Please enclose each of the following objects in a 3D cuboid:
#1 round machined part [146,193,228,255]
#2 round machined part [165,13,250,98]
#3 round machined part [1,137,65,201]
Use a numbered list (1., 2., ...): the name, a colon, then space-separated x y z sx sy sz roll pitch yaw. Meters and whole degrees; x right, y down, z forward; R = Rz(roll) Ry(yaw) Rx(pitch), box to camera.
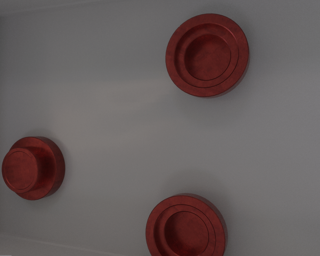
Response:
1. round machined part: 0.035 0.130 0.387 0.098 0.042 0.097 -1 86 20
2. round machined part: 0.060 -0.085 0.380 0.098 0.042 0.097 0 90 20
3. round machined part: -0.199 0.062 0.472 0.098 0.042 0.097 0 90 20
